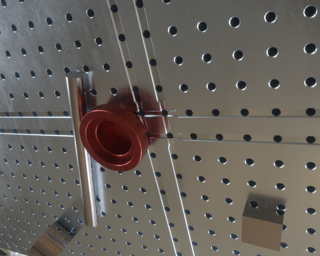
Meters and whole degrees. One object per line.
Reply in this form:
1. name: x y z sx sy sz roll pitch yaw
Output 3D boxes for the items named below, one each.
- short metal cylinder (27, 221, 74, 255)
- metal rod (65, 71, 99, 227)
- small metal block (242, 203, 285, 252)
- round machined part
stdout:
1. short metal cylinder: -0.224 0.241 0.640 0.050 0.080 0.080 40 129 0
2. metal rod: -0.123 0.052 0.505 0.025 0.025 0.298 15 125 19
3. small metal block: 0.139 0.134 0.421 0.050 0.025 0.050 7 122 24
4. round machined part: -0.060 0.010 0.436 0.098 0.042 0.097 13 124 20
